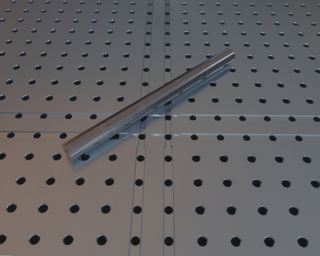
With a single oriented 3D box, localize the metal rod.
[{"bbox_3d":[0.000,-0.044,0.444,0.302,0.025,0.025,-33,58,-25],"label":"metal rod"}]
